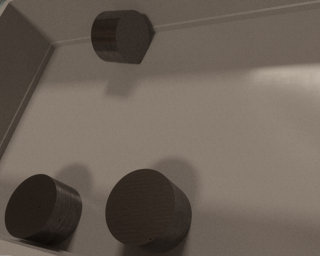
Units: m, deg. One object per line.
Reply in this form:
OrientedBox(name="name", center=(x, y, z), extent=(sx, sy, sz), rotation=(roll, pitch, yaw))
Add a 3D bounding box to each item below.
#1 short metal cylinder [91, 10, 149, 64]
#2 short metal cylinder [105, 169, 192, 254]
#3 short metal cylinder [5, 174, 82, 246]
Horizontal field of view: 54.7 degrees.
OrientedBox(name="short metal cylinder", center=(-0.061, -0.143, 0.489), extent=(0.050, 0.080, 0.080), rotation=(12, 68, 33))
OrientedBox(name="short metal cylinder", center=(-0.012, 0.091, 0.339), extent=(0.080, 0.050, 0.080), rotation=(-13, 56, 20))
OrientedBox(name="short metal cylinder", center=(-0.150, 0.106, 0.401), extent=(0.080, 0.050, 0.080), rotation=(-13, 56, 20))
